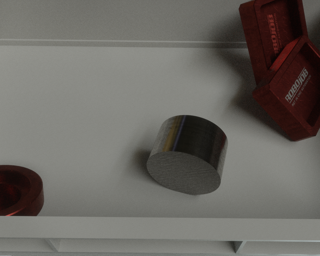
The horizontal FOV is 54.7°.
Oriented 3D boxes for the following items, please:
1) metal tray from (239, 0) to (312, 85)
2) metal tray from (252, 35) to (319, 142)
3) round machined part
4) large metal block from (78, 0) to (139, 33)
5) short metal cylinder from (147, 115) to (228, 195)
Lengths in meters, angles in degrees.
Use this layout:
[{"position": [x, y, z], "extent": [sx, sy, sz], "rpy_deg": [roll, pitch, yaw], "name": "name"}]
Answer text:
[{"position": [0.172, -0.128, 0.451], "extent": [0.091, 0.129, 0.030], "rpy_deg": [-27, 20, -21], "name": "metal tray"}, {"position": [0.190, -0.056, 0.420], "extent": [0.090, 0.030, 0.131], "rpy_deg": [46, 59, -7], "name": "metal tray"}, {"position": [-0.168, 0.080, 0.308], "extent": [0.099, 0.042, 0.098], "rpy_deg": [4, 23, -1], "name": "round machined part"}, {"position": [-0.095, -0.232, 0.585], "extent": [0.080, 0.050, 0.080], "rpy_deg": [20, 53, 15], "name": "large metal block"}, {"position": [0.031, 0.031, 0.344], "extent": [0.080, 0.080, 0.050], "rpy_deg": [13, 51, 10], "name": "short metal cylinder"}]
